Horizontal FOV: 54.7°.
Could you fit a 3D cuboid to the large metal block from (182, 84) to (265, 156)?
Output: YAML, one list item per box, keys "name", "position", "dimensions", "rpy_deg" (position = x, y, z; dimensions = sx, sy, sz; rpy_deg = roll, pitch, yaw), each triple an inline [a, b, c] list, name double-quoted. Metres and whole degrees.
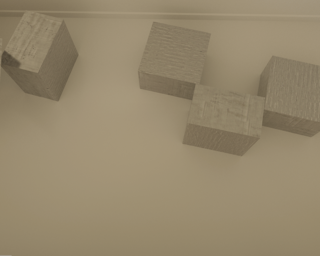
- name: "large metal block"
  position: [0.075, -0.007, 0.384]
  dimensions: [0.080, 0.080, 0.050]
  rpy_deg: [12, 71, 4]

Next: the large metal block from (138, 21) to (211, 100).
- name: "large metal block"
  position: [0.020, -0.092, 0.430]
  dimensions: [0.080, 0.050, 0.080]
  rpy_deg: [13, 70, 4]

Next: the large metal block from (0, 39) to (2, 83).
- name: "large metal block"
  position: [-0.233, -0.077, 0.353]
  dimensions: [0.081, 0.080, 0.050]
  rpy_deg: [3, 89, -36]

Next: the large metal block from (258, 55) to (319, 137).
- name: "large metal block"
  position: [0.177, -0.041, 0.414]
  dimensions: [0.080, 0.050, 0.080]
  rpy_deg: [14, 71, 4]

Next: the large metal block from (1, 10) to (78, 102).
- name: "large metal block"
  position: [-0.156, -0.093, 0.412]
  dimensions: [0.050, 0.080, 0.080]
  rpy_deg: [15, 71, 5]
